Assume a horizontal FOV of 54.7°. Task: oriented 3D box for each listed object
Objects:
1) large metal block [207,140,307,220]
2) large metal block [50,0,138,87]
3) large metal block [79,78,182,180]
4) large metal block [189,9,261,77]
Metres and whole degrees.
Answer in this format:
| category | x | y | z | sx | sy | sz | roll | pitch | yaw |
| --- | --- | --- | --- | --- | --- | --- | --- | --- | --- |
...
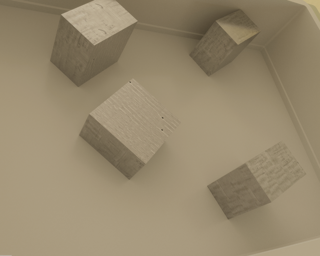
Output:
| category | x | y | z | sx | sy | sz | roll | pitch | yaw |
| --- | --- | --- | --- | --- | --- | --- | --- | --- | --- |
| large metal block | 0.122 | 0.067 | 0.398 | 0.081 | 0.080 | 0.050 | -21 | 74 | -36 |
| large metal block | -0.085 | -0.110 | 0.393 | 0.050 | 0.080 | 0.080 | 44 | 51 | 1 |
| large metal block | -0.035 | 0.000 | 0.372 | 0.080 | 0.050 | 0.080 | 42 | 51 | 0 |
| large metal block | 0.108 | -0.142 | 0.518 | 0.050 | 0.080 | 0.081 | 50 | 51 | 6 |
